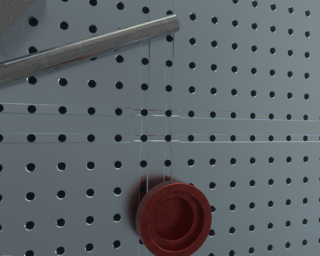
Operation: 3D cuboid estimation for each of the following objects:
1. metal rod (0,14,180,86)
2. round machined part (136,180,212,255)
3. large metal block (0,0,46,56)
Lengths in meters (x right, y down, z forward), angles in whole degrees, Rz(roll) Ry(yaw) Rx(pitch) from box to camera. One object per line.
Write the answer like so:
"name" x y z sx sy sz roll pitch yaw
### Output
"metal rod" -0.112 -0.087 0.370 0.302 0.025 0.025 -22 98 -19
"round machined part" 0.015 0.118 0.409 0.099 0.042 0.097 0 90 -20
"large metal block" -0.182 -0.139 0.332 0.080 0.050 0.080 38 78 -16
